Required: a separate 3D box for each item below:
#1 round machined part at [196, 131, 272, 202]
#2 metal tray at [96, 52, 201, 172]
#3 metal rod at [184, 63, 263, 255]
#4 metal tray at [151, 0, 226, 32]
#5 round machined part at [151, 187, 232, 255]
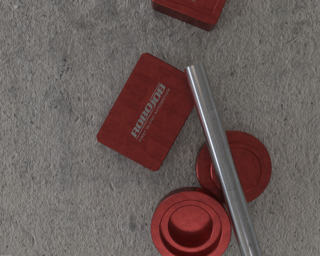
[{"bbox_3d":[0.097,0.052,0.402,0.099,0.042,0.097,0,90,0],"label":"round machined part"},{"bbox_3d":[-0.012,-0.020,0.407,0.090,0.030,0.130,29,90,0],"label":"metal tray"},{"bbox_3d":[0.084,0.069,0.368,0.025,0.025,0.298,-17,90,0],"label":"metal rod"},{"bbox_3d":[0.053,-0.206,0.407,0.090,0.030,0.129,22,90,0],"label":"metal tray"},{"bbox_3d":[0.039,0.123,0.398,0.099,0.042,0.097,0,95,4],"label":"round machined part"}]
